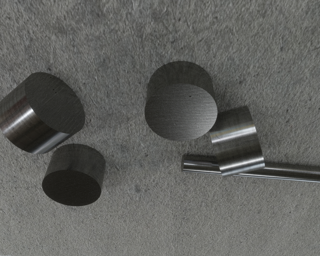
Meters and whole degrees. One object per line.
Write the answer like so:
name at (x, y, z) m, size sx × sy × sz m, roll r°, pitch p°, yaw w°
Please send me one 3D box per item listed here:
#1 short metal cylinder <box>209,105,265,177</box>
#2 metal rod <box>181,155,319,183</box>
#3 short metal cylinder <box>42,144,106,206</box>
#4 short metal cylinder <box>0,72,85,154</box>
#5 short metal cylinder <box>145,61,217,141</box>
short metal cylinder at (0.094, 0.017, 0.386) m, size 0.050 × 0.080 × 0.080 m, roll -16°, pitch 129°, yaw 12°
metal rod at (0.183, 0.065, 0.464) m, size 0.302 × 0.025 × 0.025 m, roll 5°, pitch 130°, yaw -5°
short metal cylinder at (-0.122, 0.069, 0.448) m, size 0.081 × 0.050 × 0.079 m, roll 0°, pitch 130°, yaw 0°
short metal cylinder at (-0.134, -0.017, 0.355) m, size 0.050 × 0.080 × 0.080 m, roll -32°, pitch 124°, yaw 24°
short metal cylinder at (0.024, -0.031, 0.363) m, size 0.080 × 0.050 × 0.079 m, roll 1°, pitch 129°, yaw 2°
